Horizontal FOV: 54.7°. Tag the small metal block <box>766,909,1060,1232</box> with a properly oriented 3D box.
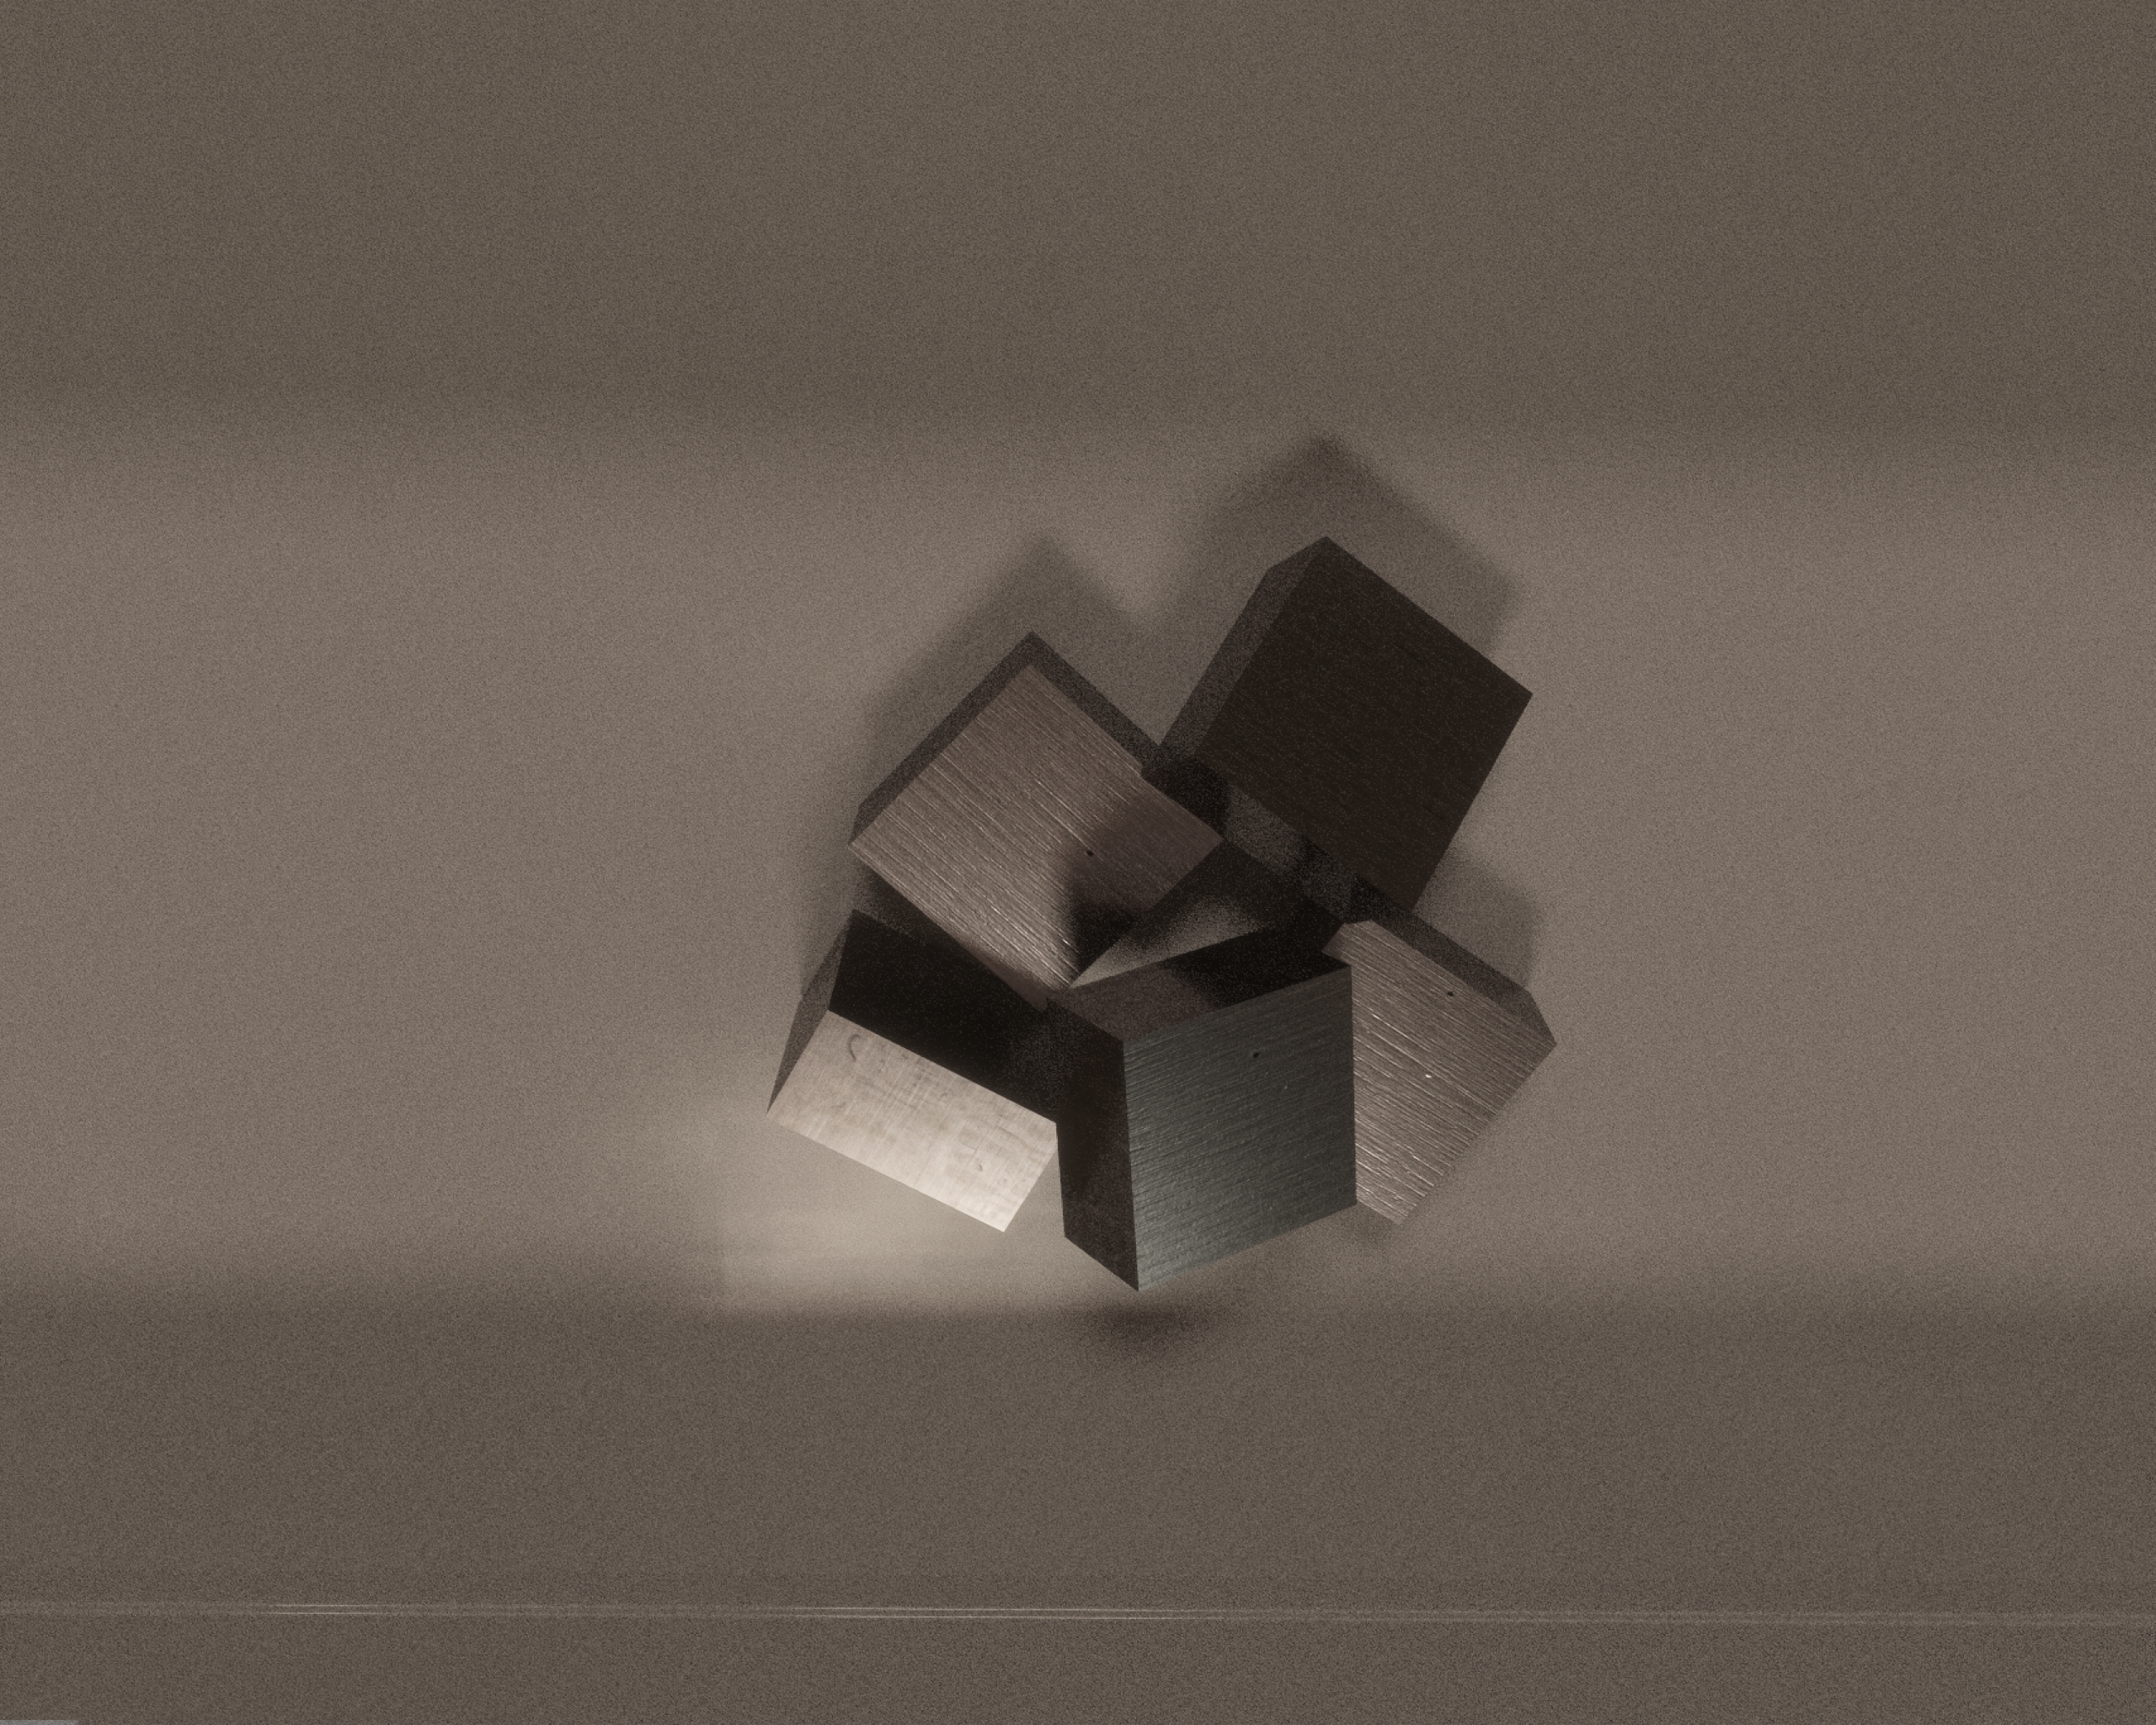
[{"bbox_3d":[-0.030,0.040,0.410,0.050,0.050,0.025,28,108,-10],"label":"small metal block"}]

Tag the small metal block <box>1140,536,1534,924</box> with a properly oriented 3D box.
[{"bbox_3d":[0.049,-0.024,0.390,0.050,0.025,0.050,35,73,-13],"label":"small metal block"}]

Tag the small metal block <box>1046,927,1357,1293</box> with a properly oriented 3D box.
[{"bbox_3d":[0.024,0.045,0.388,0.050,0.025,0.050,-16,113,-29],"label":"small metal block"}]

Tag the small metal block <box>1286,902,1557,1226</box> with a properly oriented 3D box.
[{"bbox_3d":[0.059,0.037,0.424,0.050,0.025,0.050,34,106,-12],"label":"small metal block"}]

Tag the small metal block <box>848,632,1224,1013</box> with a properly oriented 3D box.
[{"bbox_3d":[-0.008,-0.008,0.406,0.050,0.025,0.050,42,104,-14],"label":"small metal block"}]
